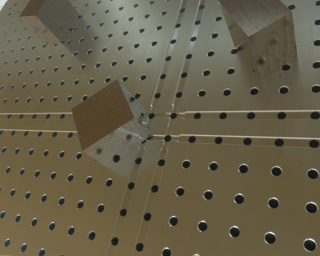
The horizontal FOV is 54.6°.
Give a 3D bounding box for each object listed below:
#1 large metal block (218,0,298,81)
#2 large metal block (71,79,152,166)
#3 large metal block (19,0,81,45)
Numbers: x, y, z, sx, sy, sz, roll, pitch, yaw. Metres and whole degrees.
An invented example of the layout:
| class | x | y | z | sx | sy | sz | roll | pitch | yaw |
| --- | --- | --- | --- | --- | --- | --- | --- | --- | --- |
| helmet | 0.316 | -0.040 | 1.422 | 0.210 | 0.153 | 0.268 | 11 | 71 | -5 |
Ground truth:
| class | x | y | z | sx | sy | sz | roll | pitch | yaw |
| --- | --- | --- | --- | --- | --- | --- | --- | --- | --- |
| large metal block | 0.122 | -0.121 | 0.383 | 0.050 | 0.080 | 0.080 | -29 | 52 | 10 |
| large metal block | -0.069 | -0.008 | 0.435 | 0.080 | 0.050 | 0.080 | -32 | 52 | 7 |
| large metal block | -0.221 | -0.227 | 0.631 | 0.050 | 0.080 | 0.080 | 8 | 66 | 32 |
